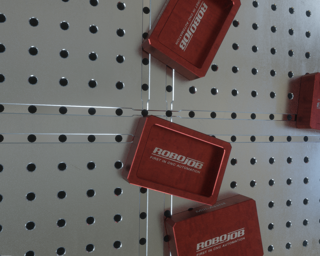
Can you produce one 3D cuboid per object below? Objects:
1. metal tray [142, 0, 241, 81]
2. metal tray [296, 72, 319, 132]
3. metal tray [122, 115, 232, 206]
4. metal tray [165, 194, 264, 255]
[{"bbox_3d":[0.045,-0.143,0.425,0.090,0.030,0.130,30,80,-18],"label":"metal tray"},{"bbox_3d":[0.293,-0.035,0.517,0.131,0.030,0.090,8,87,-20],"label":"metal tray"},{"bbox_3d":[0.025,0.044,0.418,0.131,0.030,0.090,19,84,-19],"label":"metal tray"},{"bbox_3d":[0.079,0.156,0.439,0.131,0.030,0.090,-11,94,-20],"label":"metal tray"}]
